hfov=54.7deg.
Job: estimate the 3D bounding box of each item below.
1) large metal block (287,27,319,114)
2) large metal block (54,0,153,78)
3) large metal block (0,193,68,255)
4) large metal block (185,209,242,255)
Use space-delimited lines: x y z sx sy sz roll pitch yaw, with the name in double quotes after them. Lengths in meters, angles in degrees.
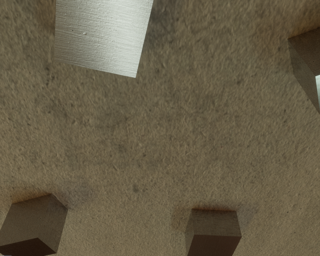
0.188 -0.067 0.317 0.080 0.080 0.050 -18 128 14 "large metal block"
-0.054 -0.103 0.302 0.081 0.050 0.079 10 129 -10 "large metal block"
-0.208 0.163 0.507 0.080 0.080 0.050 -16 128 13 "large metal block"
0.092 0.192 0.556 0.081 0.050 0.079 4 130 -4 "large metal block"
